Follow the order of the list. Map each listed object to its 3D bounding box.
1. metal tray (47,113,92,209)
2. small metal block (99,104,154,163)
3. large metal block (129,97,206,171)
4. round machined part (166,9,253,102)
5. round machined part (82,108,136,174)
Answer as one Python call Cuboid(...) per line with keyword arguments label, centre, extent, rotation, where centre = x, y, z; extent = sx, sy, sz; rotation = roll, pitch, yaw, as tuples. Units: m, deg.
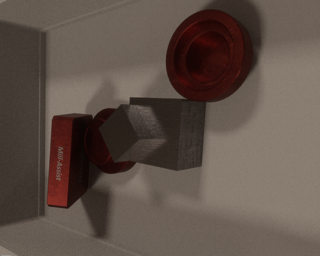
Cuboid(label="metal tray", centre=(-0.134, 0.045, 0.470), extent=(0.030, 0.090, 0.129), rotation=(6, 95, 4))
Cuboid(label="small metal block", centre=(-0.042, 0.007, 0.374), extent=(0.050, 0.025, 0.050), rotation=(-42, 65, 31))
Cuboid(label="large metal block", centre=(0.007, 0.004, 0.383), extent=(0.080, 0.050, 0.079), rotation=(6, 94, 39))
Cuboid(label="round machined part", centre=(0.058, -0.077, 0.347), extent=(0.098, 0.042, 0.097), rotation=(0, 90, 39))
Cuboid(label="round machined part", centre=(-0.077, 0.019, 0.457), extent=(0.098, 0.042, 0.097), rotation=(0, 90, 39))
